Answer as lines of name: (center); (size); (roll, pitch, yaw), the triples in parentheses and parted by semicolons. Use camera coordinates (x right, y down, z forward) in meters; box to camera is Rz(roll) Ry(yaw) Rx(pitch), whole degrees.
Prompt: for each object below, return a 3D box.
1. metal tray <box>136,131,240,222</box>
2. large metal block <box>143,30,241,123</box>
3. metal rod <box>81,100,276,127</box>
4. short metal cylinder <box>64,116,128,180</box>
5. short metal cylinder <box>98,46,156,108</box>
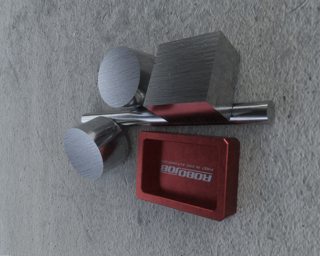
metal tray: (0.029, 0.052, 0.378); (0.130, 0.030, 0.089); (5, 93, 39)
large metal block: (0.036, -0.053, 0.344); (0.080, 0.050, 0.080); (-1, 68, 40)
metal rod: (-0.002, -0.014, 0.410); (0.300, 0.025, 0.025); (-1, 90, 40)
short metal cylinder: (-0.093, 0.028, 0.451); (0.080, 0.050, 0.079); (18, 121, 32)
short metal cylinder: (-0.039, -0.066, 0.422); (0.080, 0.050, 0.080); (0, 89, 40)
